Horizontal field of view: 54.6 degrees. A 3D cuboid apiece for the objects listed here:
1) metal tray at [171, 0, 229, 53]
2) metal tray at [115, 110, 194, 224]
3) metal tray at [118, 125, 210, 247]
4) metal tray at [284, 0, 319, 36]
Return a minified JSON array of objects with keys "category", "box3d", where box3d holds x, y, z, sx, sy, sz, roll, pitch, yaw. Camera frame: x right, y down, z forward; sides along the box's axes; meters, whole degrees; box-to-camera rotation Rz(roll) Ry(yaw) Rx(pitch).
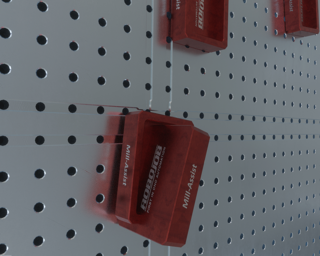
[{"category":"metal tray","box3d":[0.060,-0.185,0.454,0.091,0.030,0.129,3,88,-40]},{"category":"metal tray","box3d":[-0.004,0.049,0.389,0.091,0.030,0.129,11,81,-38]},{"category":"metal tray","box3d":[0.003,0.062,0.368,0.030,0.090,0.130,24,75,-38]},{"category":"metal tray","box3d":[0.298,-0.264,0.652,0.091,0.030,0.129,-8,95,-40]}]
